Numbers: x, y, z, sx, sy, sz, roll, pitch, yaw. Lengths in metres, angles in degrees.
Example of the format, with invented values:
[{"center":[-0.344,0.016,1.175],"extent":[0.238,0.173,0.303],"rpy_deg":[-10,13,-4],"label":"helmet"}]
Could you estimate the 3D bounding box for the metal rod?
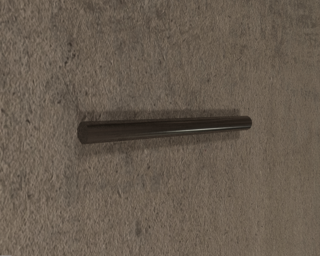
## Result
[{"center":[0.032,-0.002,0.433],"extent":[0.302,0.025,0.025],"rpy_deg":[-3,93,-40],"label":"metal rod"}]
